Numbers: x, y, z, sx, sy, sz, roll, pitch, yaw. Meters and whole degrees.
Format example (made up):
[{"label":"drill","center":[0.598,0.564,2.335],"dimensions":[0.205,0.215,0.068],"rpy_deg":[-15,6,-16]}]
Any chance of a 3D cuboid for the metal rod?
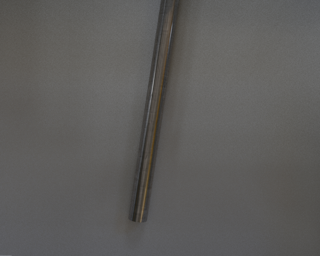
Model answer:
[{"label":"metal rod","center":[-0.007,-0.027,0.411],"dimensions":[0.025,0.025,0.298],"rpy_deg":[9,90,0]}]
